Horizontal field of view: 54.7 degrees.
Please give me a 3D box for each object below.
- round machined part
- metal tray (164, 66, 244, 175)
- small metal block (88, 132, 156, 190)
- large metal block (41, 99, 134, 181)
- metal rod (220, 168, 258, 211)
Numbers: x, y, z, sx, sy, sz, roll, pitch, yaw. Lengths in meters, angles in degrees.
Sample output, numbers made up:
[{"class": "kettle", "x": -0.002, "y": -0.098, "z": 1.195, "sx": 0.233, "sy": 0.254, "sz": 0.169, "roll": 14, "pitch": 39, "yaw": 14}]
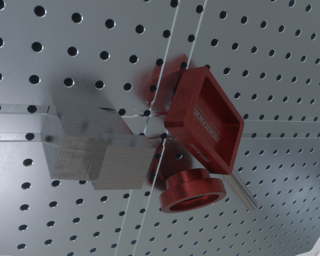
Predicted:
[{"class": "round machined part", "x": 0.046, "y": 0.092, "z": 0.465, "sx": 0.099, "sy": 0.042, "sz": 0.098, "roll": -12, "pitch": 154, "yaw": -6}, {"class": "metal tray", "x": 0.065, "y": -0.006, "z": 0.408, "sx": 0.130, "sy": 0.030, "sz": 0.090, "roll": 45, "pitch": 56, "yaw": -39}, {"class": "small metal block", "x": -0.038, "y": 0.034, "z": 0.308, "sx": 0.050, "sy": 0.025, "sz": 0.050, "roll": 6, "pitch": 116, "yaw": -31}, {"class": "large metal block", "x": -0.079, "y": 0.014, "z": 0.342, "sx": 0.081, "sy": 0.080, "sz": 0.050, "roll": 10, "pitch": 113, "yaw": -33}, {"class": "metal rod", "x": 0.101, "y": 0.060, "z": 0.504, "sx": 0.025, "sy": 0.025, "sz": 0.300, "roll": -41, "pitch": 130, "yaw": 0}]
